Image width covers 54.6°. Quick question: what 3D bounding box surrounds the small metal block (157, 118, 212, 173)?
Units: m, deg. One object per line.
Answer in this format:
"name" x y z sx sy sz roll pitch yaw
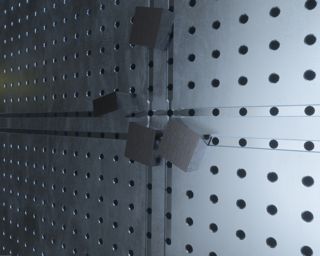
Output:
"small metal block" 0.029 0.020 0.386 0.050 0.025 0.050 31 109 36

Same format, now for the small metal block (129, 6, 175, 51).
"small metal block" -0.012 -0.135 0.420 0.050 0.025 0.050 21 103 38

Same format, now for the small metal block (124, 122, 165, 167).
"small metal block" -0.020 0.021 0.427 0.050 0.025 0.050 16 100 39

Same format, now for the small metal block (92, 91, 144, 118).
"small metal block" -0.059 -0.032 0.443 0.050 0.050 0.025 -14 81 39
